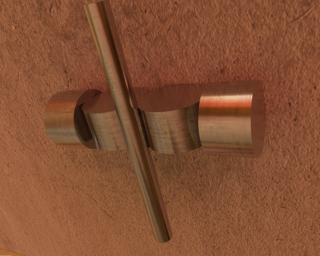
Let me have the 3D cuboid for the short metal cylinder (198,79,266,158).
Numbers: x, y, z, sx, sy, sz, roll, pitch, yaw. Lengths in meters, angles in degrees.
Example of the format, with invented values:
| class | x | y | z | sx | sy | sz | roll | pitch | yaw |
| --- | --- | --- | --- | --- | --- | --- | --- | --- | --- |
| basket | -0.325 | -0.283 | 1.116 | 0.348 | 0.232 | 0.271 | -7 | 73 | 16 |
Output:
| class | x | y | z | sx | sy | sz | roll | pitch | yaw |
| --- | --- | --- | --- | --- | --- | --- | --- | --- | --- |
| short metal cylinder | 0.078 | -0.010 | 0.326 | 0.050 | 0.080 | 0.080 | 1 | 119 | 28 |

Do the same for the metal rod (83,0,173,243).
| class | x | y | z | sx | sy | sz | roll | pitch | yaw |
| --- | --- | --- | --- | --- | --- | --- | --- | --- | --- |
| metal rod | -0.027 | 0.014 | 0.352 | 0.025 | 0.025 | 0.298 | 1 | 119 | 28 |

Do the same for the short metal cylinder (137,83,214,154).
| class | x | y | z | sx | sy | sz | roll | pitch | yaw |
| --- | --- | --- | --- | --- | --- | --- | --- | --- | --- |
| short metal cylinder | 0.019 | -0.013 | 0.354 | 0.080 | 0.080 | 0.050 | 1 | 119 | 28 |

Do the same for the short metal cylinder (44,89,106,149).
| class | x | y | z | sx | sy | sz | roll | pitch | yaw |
| --- | --- | --- | --- | --- | --- | --- | --- | --- | --- |
| short metal cylinder | -0.108 | -0.012 | 0.422 | 0.050 | 0.080 | 0.080 | 1 | 119 | 28 |

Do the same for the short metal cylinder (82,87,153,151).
| class | x | y | z | sx | sy | sz | roll | pitch | yaw |
| --- | --- | --- | --- | --- | --- | --- | --- | --- | --- |
| short metal cylinder | -0.051 | -0.014 | 0.391 | 0.080 | 0.080 | 0.050 | 1 | 119 | 28 |
